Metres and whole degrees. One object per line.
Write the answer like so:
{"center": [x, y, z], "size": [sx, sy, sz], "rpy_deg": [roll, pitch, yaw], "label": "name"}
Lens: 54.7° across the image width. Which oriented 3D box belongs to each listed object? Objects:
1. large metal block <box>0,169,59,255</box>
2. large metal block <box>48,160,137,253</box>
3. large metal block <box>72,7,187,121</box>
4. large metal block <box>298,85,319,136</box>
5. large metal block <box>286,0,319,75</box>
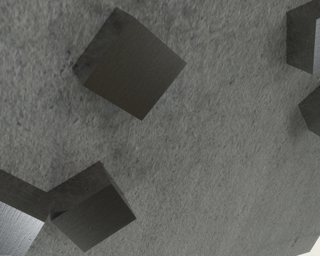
{"center": [-0.173, 0.102, 0.339], "size": [0.080, 0.050, 0.080], "rpy_deg": [31, 103, -10], "label": "large metal block"}
{"center": [-0.089, 0.103, 0.407], "size": [0.080, 0.050, 0.080], "rpy_deg": [-31, 129, -9], "label": "large metal block"}
{"center": [-0.033, -0.067, 0.333], "size": [0.080, 0.050, 0.080], "rpy_deg": [32, 100, -39], "label": "large metal block"}
{"center": [0.298, -0.033, 0.537], "size": [0.080, 0.050, 0.080], "rpy_deg": [-44, 130, 2], "label": "large metal block"}
{"center": [0.228, -0.134, 0.435], "size": [0.080, 0.050, 0.080], "rpy_deg": [-27, 128, -12], "label": "large metal block"}
